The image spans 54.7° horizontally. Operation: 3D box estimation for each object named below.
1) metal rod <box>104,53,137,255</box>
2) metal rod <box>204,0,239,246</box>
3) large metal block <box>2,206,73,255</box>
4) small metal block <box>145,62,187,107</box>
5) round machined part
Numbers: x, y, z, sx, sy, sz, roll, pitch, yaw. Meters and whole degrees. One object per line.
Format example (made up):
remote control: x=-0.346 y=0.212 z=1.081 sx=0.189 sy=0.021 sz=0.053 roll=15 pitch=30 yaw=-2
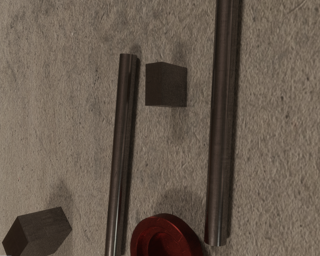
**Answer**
metal rod: x=-0.057 y=0.045 z=0.449 sx=0.025 sy=0.025 sz=0.298 roll=8 pitch=95 yaw=39
metal rod: x=0.069 y=-0.020 z=0.346 sx=0.025 sy=0.025 sz=0.298 roll=4 pitch=93 yaw=39
large metal block: x=-0.215 y=0.190 z=0.543 sx=0.050 sy=0.081 sz=0.080 roll=52 pitch=120 yaw=27
small metal block: x=0.008 y=-0.051 z=0.380 sx=0.025 sy=0.050 sz=0.050 roll=1 pitch=91 yaw=40
round machined part: x=0.013 y=0.154 z=0.382 sx=0.098 sy=0.042 sz=0.097 roll=0 pitch=90 yaw=39
